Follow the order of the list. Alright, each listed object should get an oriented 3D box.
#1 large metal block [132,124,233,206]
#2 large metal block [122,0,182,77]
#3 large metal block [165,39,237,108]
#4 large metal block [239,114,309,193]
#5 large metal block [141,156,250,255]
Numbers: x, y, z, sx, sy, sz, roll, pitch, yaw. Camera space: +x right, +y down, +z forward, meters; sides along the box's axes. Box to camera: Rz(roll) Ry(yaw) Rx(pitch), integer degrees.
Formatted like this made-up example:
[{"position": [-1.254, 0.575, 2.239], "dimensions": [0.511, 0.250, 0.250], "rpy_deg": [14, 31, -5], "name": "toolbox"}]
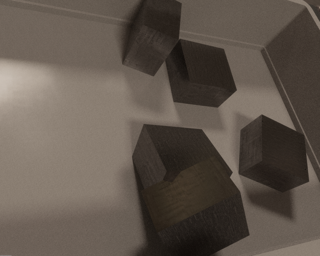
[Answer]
[{"position": [0.022, 0.042, 0.358], "dimensions": [0.081, 0.050, 0.080], "rpy_deg": [5, 33, -26], "name": "large metal block"}, {"position": [-0.012, -0.136, 0.449], "dimensions": [0.050, 0.080, 0.080], "rpy_deg": [19, 55, -18], "name": "large metal block"}, {"position": [0.061, -0.082, 0.474], "dimensions": [0.081, 0.050, 0.080], "rpy_deg": [5, 60, -26], "name": "large metal block"}, {"position": [0.167, 0.039, 0.458], "dimensions": [0.080, 0.050, 0.080], "rpy_deg": [24, 53, -14], "name": "large metal block"}, {"position": [0.037, 0.086, 0.312], "dimensions": [0.080, 0.080, 0.050], "rpy_deg": [-25, 40, -4], "name": "large metal block"}]
